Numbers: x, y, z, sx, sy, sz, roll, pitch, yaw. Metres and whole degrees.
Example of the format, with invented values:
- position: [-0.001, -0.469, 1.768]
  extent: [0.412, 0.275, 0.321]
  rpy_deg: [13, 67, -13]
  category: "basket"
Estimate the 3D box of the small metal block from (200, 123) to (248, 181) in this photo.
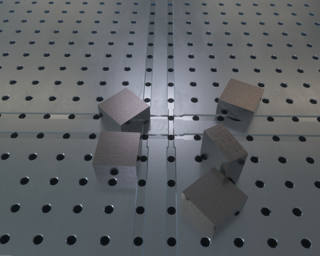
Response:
- position: [0.073, 0.031, 0.366]
  extent: [0.025, 0.050, 0.050]
  rpy_deg: [-21, 53, -17]
  category: "small metal block"

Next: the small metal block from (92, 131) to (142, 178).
- position: [-0.051, 0.032, 0.381]
  extent: [0.050, 0.025, 0.050]
  rpy_deg: [3, 50, 2]
  category: "small metal block"

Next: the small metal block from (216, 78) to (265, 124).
- position: [0.114, -0.039, 0.441]
  extent: [0.050, 0.025, 0.050]
  rpy_deg: [22, 53, 18]
  category: "small metal block"

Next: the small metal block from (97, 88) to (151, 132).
- position: [-0.049, -0.022, 0.426]
  extent: [0.050, 0.025, 0.050]
  rpy_deg: [-36, 59, -26]
  category: "small metal block"

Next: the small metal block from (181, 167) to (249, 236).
- position: [0.059, 0.079, 0.342]
  extent: [0.050, 0.025, 0.050]
  rpy_deg: [-33, 57, -25]
  category: "small metal block"
